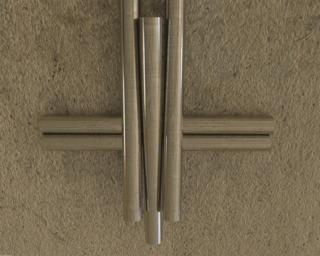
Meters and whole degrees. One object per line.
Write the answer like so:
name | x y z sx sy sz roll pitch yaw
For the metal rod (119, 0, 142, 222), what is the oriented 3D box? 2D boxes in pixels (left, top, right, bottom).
metal rod | -0.035 -0.027 0.378 0.025 0.025 0.298 0 102 -1

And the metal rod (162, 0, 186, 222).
metal rod | 0.017 -0.028 0.378 0.025 0.025 0.298 0 102 -1

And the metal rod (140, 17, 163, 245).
metal rod | -0.009 0.018 0.390 0.025 0.025 0.298 0 110 0

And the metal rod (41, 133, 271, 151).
metal rod | -0.005 0.019 0.419 0.302 0.025 0.025 0 110 -1

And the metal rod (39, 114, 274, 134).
metal rod | -0.003 -0.005 0.410 0.302 0.025 0.025 0 110 -1
